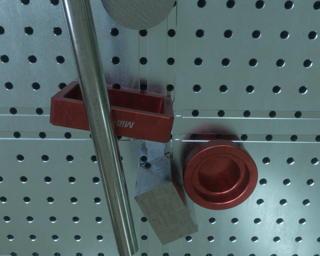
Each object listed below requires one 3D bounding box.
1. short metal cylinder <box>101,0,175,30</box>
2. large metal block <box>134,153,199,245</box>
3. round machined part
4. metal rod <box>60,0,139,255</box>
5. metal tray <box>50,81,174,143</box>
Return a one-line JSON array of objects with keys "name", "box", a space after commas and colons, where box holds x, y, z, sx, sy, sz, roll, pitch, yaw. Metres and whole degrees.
[{"name": "short metal cylinder", "box": [-0.023, -0.152, 0.344, 0.081, 0.050, 0.079, 0, 110, 0]}, {"name": "large metal block", "box": [0.009, 0.093, 0.418, 0.050, 0.080, 0.080, -24, 108, 9]}, {"name": "round machined part", "box": [0.080, 0.060, 0.427, 0.099, 0.042, 0.097, 0, 110, 0]}, {"name": "metal rod", "box": [-0.058, 0.005, 0.317, 0.025, 0.025, 0.298, -7, 110, 2]}, {"name": "metal tray", "box": [-0.052, -0.022, 0.369, 0.131, 0.090, 0.030, 9, 110, -4]}]
